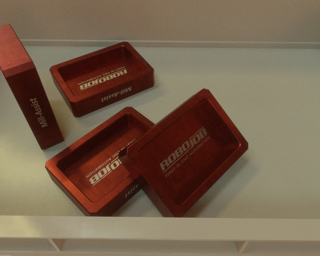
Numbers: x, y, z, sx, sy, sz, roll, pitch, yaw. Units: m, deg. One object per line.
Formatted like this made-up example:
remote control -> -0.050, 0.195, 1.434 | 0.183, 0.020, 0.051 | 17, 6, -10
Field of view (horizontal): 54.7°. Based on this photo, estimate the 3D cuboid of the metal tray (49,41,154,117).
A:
metal tray -> -0.085, -0.077, 0.465 | 0.131, 0.030, 0.090 | -25, 55, -20

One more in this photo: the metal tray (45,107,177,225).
metal tray -> -0.054, 0.038, 0.369 | 0.090, 0.030, 0.131 | 37, 59, 26

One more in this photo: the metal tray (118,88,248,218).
metal tray -> 0.031, 0.025, 0.351 | 0.131, 0.030, 0.090 | -38, 94, -28

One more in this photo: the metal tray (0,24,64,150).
metal tray -> -0.161, -0.045, 0.374 | 0.030, 0.129, 0.090 | -27, 55, -20

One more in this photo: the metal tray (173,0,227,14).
metal tray -> 0.067, -0.293, 0.651 | 0.091, 0.030, 0.130 | -32, 57, -24
